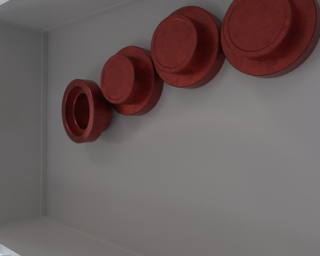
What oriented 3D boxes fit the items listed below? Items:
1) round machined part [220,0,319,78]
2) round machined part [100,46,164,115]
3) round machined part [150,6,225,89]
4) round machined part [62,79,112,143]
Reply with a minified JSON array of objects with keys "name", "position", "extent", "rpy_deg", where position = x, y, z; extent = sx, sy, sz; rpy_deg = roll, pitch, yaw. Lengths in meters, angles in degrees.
[{"name":"round machined part","position":[0.104,-0.101,0.310],"extent":[0.098,0.042,0.097],"rpy_deg":[0,90,40]},{"name":"round machined part","position":[-0.046,-0.066,0.434],"extent":[0.098,0.042,0.097],"rpy_deg":[0,90,40]},{"name":"round machined part","position":[0.027,-0.098,0.373],"extent":[0.098,0.042,0.097],"rpy_deg":[0,90,40]},{"name":"round machined part","position":[-0.111,-0.026,0.483],"extent":[0.098,0.042,0.097],"rpy_deg":[3,95,46]}]
